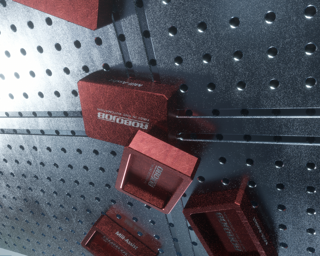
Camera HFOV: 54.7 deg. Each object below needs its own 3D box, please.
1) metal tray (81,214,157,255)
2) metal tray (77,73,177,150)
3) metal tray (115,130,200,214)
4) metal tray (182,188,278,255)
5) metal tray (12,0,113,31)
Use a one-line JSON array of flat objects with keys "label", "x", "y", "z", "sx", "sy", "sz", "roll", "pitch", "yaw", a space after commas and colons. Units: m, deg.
[{"label": "metal tray", "x": -0.080, "y": 0.233, "z": 0.592, "sx": 0.130, "sy": 0.030, "sz": 0.089, "roll": 37, "pitch": 129, "yaw": 3}, {"label": "metal tray", "x": -0.043, "y": -0.019, "z": 0.417, "sx": 0.130, "sy": 0.030, "sz": 0.089, "roll": 12, "pitch": 124, "yaw": 21}, {"label": "metal tray", "x": -0.009, "y": 0.065, "z": 0.423, "sx": 0.090, "sy": 0.030, "sz": 0.129, "roll": 26, "pitch": 144, "yaw": 3}, {"label": "metal tray", "x": 0.102, "y": 0.153, "z": 0.447, "sx": 0.090, "sy": 0.030, "sz": 0.130, "roll": -19, "pitch": 109, "yaw": 35}, {"label": "metal tray", "x": -0.116, "y": -0.178, "z": 0.357, "sx": 0.130, "sy": 0.030, "sz": 0.089, "roll": 23, "pitch": 127, "yaw": 13}]
